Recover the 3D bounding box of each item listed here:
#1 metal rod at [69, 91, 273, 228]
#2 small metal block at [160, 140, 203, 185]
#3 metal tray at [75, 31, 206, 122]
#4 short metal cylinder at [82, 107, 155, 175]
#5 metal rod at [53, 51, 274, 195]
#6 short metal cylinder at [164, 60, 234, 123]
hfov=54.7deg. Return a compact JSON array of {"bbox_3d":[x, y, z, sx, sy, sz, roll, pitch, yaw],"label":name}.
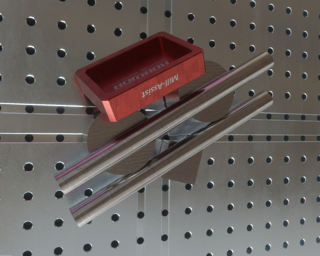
[{"bbox_3d":[0.028,0.030,0.396,0.302,0.025,0.025,-30,100,-18],"label":"metal rod"},{"bbox_3d":[0.026,0.047,0.422,0.050,0.025,0.050,16,85,-20],"label":"small metal block"},{"bbox_3d":[-0.023,-0.067,0.369,0.131,0.090,0.030,-30,132,-18],"label":"metal tray"},{"bbox_3d":[-0.052,0.014,0.381,0.081,0.050,0.079,0,90,-21],"label":"short metal cylinder"},{"bbox_3d":[0.019,-0.016,0.366,0.302,0.025,0.025,-31,101,-18],"label":"metal rod"},{"bbox_3d":[0.052,-0.047,0.420,0.081,0.050,0.079,0,90,-21],"label":"short metal cylinder"}]
